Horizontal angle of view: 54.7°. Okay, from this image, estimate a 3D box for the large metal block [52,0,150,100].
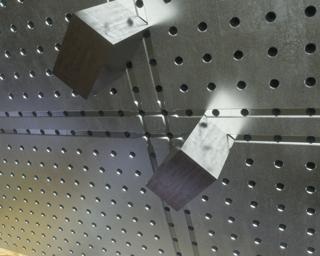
[{"bbox_3d":[-0.067,-0.090,0.354,0.050,0.080,0.080,39,129,2],"label":"large metal block"}]

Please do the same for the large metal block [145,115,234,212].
[{"bbox_3d":[0.038,0.043,0.381,0.050,0.080,0.080,40,129,1],"label":"large metal block"}]
